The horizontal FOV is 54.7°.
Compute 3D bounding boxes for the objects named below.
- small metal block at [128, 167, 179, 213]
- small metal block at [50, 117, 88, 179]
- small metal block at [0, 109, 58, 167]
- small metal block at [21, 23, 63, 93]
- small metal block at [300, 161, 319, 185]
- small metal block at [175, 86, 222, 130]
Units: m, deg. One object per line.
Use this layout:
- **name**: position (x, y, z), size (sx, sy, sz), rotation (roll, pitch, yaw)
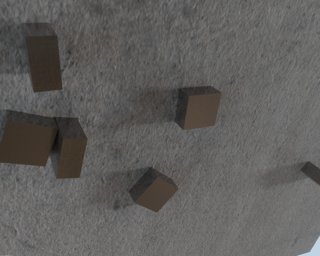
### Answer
- **small metal block**: position (-0.009, 0.093, 0.461), size (0.050, 0.025, 0.050), rotation (-49, 129, 6)
- **small metal block**: position (-0.104, 0.021, 0.348), size (0.025, 0.050, 0.050), rotation (3, 117, -30)
- **small metal block**: position (-0.145, 0.012, 0.336), size (0.050, 0.025, 0.050), rotation (12, 113, -34)
- **small metal block**: position (-0.111, -0.067, 0.289), size (0.025, 0.050, 0.050), rotation (-10, 123, -23)
- **small metal block**: position (0.325, 0.100, 0.634), size (0.050, 0.050, 0.025), rotation (33, 100, -39)
- **small metal block**: position (0.051, -0.028, 0.420), size (0.050, 0.025, 0.050), rotation (-8, 122, -25)
